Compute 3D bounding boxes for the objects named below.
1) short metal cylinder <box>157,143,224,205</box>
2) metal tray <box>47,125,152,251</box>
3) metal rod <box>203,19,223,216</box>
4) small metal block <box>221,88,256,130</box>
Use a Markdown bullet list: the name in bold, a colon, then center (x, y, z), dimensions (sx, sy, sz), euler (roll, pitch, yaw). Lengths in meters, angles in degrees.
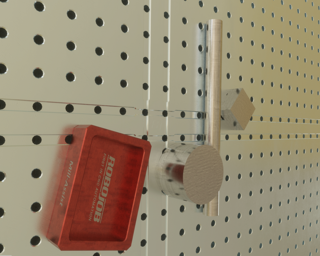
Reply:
- **short metal cylinder**: center (0.043, 0.062, 0.431), dimensions (0.081, 0.050, 0.079), euler (0, 91, -40)
- **metal tray**: center (-0.065, 0.069, 0.353), dimensions (0.091, 0.030, 0.129), euler (19, 78, -39)
- **metal rod**: center (0.082, -0.016, 0.479), dimensions (0.025, 0.025, 0.298), euler (2, 89, -40)
- **small metal block**: center (0.130, -0.031, 0.521), dimensions (0.050, 0.025, 0.050), euler (49, 61, -29)
